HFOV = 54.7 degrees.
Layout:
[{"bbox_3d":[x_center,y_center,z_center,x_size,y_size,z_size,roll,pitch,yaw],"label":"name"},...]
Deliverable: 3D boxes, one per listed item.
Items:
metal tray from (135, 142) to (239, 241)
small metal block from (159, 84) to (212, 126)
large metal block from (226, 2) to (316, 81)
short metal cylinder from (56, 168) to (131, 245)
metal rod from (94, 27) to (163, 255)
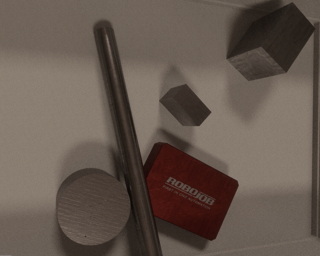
[{"bbox_3d":[0.034,0.086,0.422,0.131,0.030,0.090,29,80,-18],"label":"metal tray"},{"bbox_3d":[0.032,-0.029,0.410,0.050,0.050,0.025,46,76,-15],"label":"small metal block"},{"bbox_3d":[0.155,-0.118,0.440,0.050,0.080,0.080,40,77,-16],"label":"large metal block"},{"bbox_3d":[-0.081,0.091,0.368,0.081,0.050,0.079,0,90,-20],"label":"short metal cylinder"},{"bbox_3d":[-0.038,0.025,0.374,0.025,0.025,0.298,-11,85,-20],"label":"metal rod"}]
